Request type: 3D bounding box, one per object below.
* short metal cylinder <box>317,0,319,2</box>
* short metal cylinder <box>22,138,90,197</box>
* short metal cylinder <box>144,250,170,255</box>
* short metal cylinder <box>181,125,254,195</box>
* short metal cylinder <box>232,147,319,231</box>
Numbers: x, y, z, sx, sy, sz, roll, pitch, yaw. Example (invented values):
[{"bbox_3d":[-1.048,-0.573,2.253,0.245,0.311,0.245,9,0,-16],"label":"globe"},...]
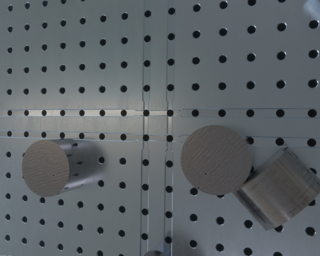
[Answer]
[{"bbox_3d":[0.199,-0.156,0.313,0.080,0.080,0.050,-41,77,15],"label":"short metal cylinder"},{"bbox_3d":[-0.151,0.056,0.453,0.080,0.050,0.079,0,90,20],"label":"short metal cylinder"},{"bbox_3d":[-0.002,0.202,0.384,0.080,0.080,0.050,39,103,15],"label":"short metal cylinder"},{"bbox_3d":[0.071,0.036,0.374,0.080,0.050,0.079,0,90,20],"label":"short metal cylinder"},{"bbox_3d":[0.127,0.065,0.339,0.080,0.080,0.050,-44,77,15],"label":"short metal cylinder"}]
